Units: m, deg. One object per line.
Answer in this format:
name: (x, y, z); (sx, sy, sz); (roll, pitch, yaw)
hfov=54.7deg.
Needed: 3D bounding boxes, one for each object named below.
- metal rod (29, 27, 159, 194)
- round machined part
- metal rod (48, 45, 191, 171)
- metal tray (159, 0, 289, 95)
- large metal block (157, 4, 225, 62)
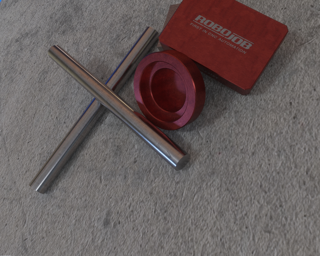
metal rod: (-0.093, -0.034, 0.471); (0.025, 0.025, 0.300); (25, 75, 36)
round machined part: (0.016, -0.049, 0.391); (0.098, 0.097, 0.042); (20, 30, 35)
metal rod: (-0.073, -0.043, 0.438); (0.025, 0.025, 0.300); (-47, 60, -5)
metal tray: (0.076, -0.111, 0.386); (0.130, 0.030, 0.090); (33, 89, 13)
large metal block: (0.051, -0.134, 0.442); (0.080, 0.050, 0.080); (2, 62, 28)
